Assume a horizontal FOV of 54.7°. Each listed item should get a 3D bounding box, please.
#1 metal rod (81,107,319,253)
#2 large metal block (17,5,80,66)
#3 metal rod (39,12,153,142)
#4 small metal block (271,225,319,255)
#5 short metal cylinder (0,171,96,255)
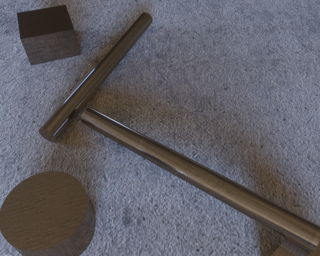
[{"bbox_3d":[0.024,0.043,0.349,0.300,0.025,0.025,26,55,26],"label":"metal rod"},{"bbox_3d":[-0.186,-0.157,0.517,0.081,0.050,0.080,-16,52,-13],"label":"large metal block"},{"bbox_3d":[-0.084,-0.096,0.483,0.025,0.025,0.301,18,52,14],"label":"metal rod"},{"bbox_3d":[0.137,0.130,0.295,0.050,0.025,0.050,-33,58,-25],"label":"small metal block"},{"bbox_3d":[-0.109,0.091,0.310,0.081,0.050,0.080,0,50,0],"label":"short metal cylinder"}]
